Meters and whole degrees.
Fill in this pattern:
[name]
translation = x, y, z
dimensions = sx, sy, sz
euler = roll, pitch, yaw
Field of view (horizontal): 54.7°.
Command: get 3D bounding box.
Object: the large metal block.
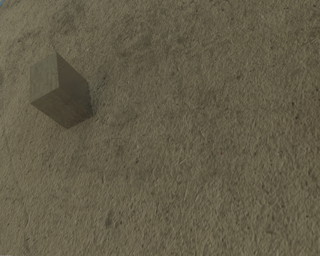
[large metal block]
translation = -0.154, -0.057, 0.484
dimensions = 0.050, 0.080, 0.080
euler = -27, 53, 12
